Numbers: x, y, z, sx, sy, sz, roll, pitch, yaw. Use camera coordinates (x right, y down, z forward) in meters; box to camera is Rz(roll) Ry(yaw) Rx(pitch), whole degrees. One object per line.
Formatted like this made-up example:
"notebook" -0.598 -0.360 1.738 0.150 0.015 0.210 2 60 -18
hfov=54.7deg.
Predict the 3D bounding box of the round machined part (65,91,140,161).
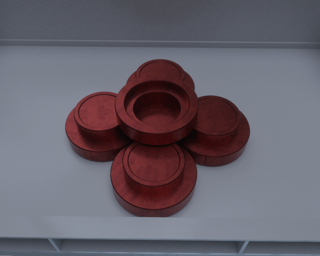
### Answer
"round machined part" -0.072 -0.009 0.398 0.099 0.042 0.098 0 50 0

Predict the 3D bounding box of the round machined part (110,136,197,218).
"round machined part" -0.007 0.048 0.351 0.099 0.042 0.098 1 48 -1

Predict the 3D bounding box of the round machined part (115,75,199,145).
"round machined part" -0.003 -0.017 0.379 0.099 0.042 0.098 0 50 0

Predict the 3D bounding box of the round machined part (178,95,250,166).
"round machined part" 0.065 -0.004 0.394 0.099 0.042 0.098 0 50 0

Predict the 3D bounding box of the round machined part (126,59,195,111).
"round machined part" 0.000 -0.061 0.441 0.099 0.042 0.098 0 50 0
